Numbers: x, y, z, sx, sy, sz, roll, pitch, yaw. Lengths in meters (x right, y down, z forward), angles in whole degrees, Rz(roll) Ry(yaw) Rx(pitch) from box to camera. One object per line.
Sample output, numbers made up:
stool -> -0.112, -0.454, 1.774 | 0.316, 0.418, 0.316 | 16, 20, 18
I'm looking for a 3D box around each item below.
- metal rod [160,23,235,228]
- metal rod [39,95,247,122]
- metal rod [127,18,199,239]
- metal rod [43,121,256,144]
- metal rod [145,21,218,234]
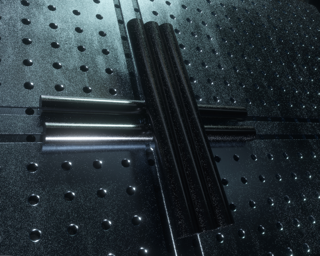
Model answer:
metal rod -> 0.040, -0.020, 0.412 | 0.025, 0.025, 0.299 | 1, 61, -28
metal rod -> -0.003, -0.024, 0.423 | 0.303, 0.025, 0.025 | 1, 62, -28
metal rod -> -0.004, -0.019, 0.387 | 0.025, 0.025, 0.299 | 1, 61, -28
metal rod -> 0.007, 0.007, 0.409 | 0.303, 0.025, 0.025 | 1, 62, -28
metal rod -> 0.018, -0.019, 0.399 | 0.025, 0.025, 0.299 | 1, 61, -28
